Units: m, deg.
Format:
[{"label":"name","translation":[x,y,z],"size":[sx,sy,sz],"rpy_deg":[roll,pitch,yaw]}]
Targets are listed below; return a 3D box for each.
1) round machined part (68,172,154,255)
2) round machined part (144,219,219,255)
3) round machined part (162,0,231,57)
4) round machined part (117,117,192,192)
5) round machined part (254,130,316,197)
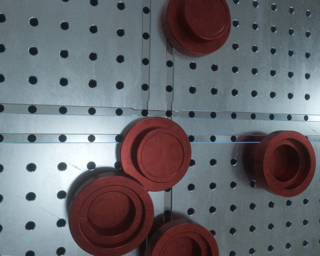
[{"label":"round machined part","translation":[-0.060,0.101,0.377],"size":[0.099,0.042,0.097],"rpy_deg":[-1,96,-15]},{"label":"round machined part","translation":[0.025,0.170,0.413],"size":[0.099,0.042,0.097],"rpy_deg":[0,90,-20]},{"label":"round machined part","translation":[0.056,-0.150,0.423],"size":[0.099,0.042,0.097],"rpy_deg":[0,90,-20]},{"label":"round machined part","translation":[-0.003,0.034,0.402],"size":[0.099,0.042,0.097],"rpy_deg":[0,90,-20]},{"label":"round machined part","translation":[0.183,0.052,0.471],"size":[0.099,0.042,0.097],"rpy_deg":[0,90,-20]}]
